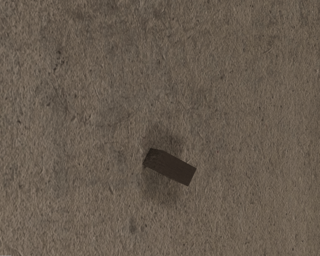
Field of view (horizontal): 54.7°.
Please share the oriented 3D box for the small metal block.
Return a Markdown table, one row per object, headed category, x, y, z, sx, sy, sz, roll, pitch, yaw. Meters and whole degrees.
| category | x | y | z | sx | sy | sz | roll | pitch | yaw |
| --- | --- | --- | --- | --- | --- | --- | --- | --- | --- |
| small metal block | 0.011 | 0.050 | 0.401 | 0.050 | 0.050 | 0.025 | 30 | 80 | -18 |
